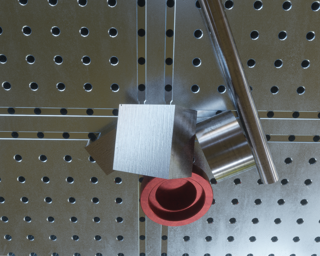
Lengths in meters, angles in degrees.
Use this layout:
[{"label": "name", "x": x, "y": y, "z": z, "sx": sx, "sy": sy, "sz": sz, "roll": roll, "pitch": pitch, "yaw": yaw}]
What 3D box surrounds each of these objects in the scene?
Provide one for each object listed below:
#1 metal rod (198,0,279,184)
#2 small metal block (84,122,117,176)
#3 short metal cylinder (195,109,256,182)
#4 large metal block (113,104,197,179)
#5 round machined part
[{"label": "metal rod", "x": 0.099, "y": -0.056, "z": 0.394, "sx": 0.025, "sy": 0.025, "sz": 0.299, "roll": -22, "pitch": 109, "yaw": 7}, {"label": "small metal block", "x": -0.065, "y": 0.028, "z": 0.423, "sx": 0.050, "sy": 0.025, "sz": 0.050, "roll": -32, "pitch": 107, "yaw": 10}, {"label": "short metal cylinder", "x": 0.081, "y": 0.023, "z": 0.394, "sx": 0.050, "sy": 0.080, "sz": 0.080, "roll": -24, "pitch": 109, "yaw": 8}, {"label": "large metal block", "x": -0.006, "y": 0.015, "z": 0.372, "sx": 0.080, "sy": 0.050, "sz": 0.080, "roll": 4, "pitch": 87, "yaw": 35}, {"label": "round machined part", "x": 0.021, "y": 0.086, "z": 0.432, "sx": 0.099, "sy": 0.042, "sz": 0.097, "roll": -2, "pitch": 118, "yaw": -4}]
